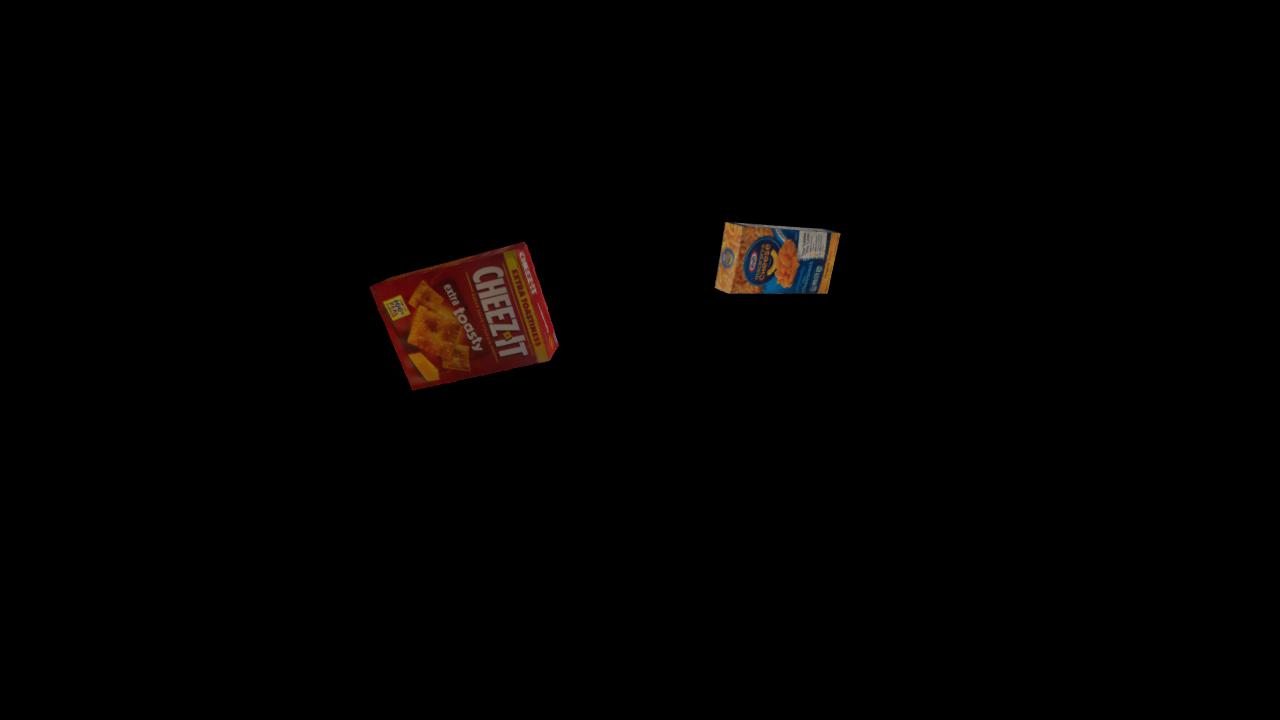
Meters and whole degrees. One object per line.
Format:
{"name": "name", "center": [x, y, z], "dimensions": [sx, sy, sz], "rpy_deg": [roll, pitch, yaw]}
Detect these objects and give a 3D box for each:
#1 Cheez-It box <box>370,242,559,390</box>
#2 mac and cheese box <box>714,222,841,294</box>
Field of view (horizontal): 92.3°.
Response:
{"name": "Cheez-It box", "center": [-0.247, -0.060, 0.887], "dimensions": [0.223, 0.166, 0.071], "rpy_deg": [-12, 19, 9]}
{"name": "mac and cheese box", "center": [0.194, -0.139, 0.856], "dimensions": [0.184, 0.093, 0.041], "rpy_deg": [-4, 23, -30]}
